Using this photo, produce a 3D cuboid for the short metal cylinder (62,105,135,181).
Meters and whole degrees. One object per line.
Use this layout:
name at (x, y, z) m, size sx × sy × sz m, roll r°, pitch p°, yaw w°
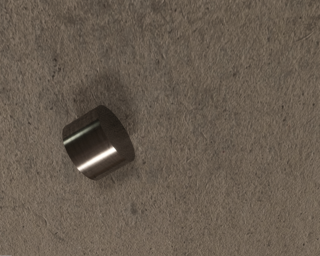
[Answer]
short metal cylinder at (-0.074, 0.018, 0.386) m, size 0.050 × 0.080 × 0.080 m, roll -30°, pitch 108°, yaw 10°
